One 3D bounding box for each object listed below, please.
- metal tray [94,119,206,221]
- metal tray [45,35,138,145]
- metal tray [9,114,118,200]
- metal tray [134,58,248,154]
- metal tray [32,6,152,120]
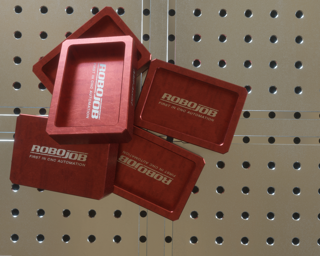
[{"bbox_3d":[-0.018,0.053,0.410,0.130,0.030,0.090,25,90,0],"label":"metal tray"},{"bbox_3d":[-0.076,-0.047,0.368,0.090,0.030,0.130,-2,66,7],"label":"metal tray"},{"bbox_3d":[-0.121,0.034,0.393,0.130,0.030,0.090,7,91,14],"label":"metal tray"},{"bbox_3d":[0.038,-0.028,0.410,0.131,0.030,0.090,18,91,0],"label":"metal tray"},{"bbox_3d":[-0.087,-0.083,0.409,0.130,0.030,0.090,-39,89,0],"label":"metal tray"}]
